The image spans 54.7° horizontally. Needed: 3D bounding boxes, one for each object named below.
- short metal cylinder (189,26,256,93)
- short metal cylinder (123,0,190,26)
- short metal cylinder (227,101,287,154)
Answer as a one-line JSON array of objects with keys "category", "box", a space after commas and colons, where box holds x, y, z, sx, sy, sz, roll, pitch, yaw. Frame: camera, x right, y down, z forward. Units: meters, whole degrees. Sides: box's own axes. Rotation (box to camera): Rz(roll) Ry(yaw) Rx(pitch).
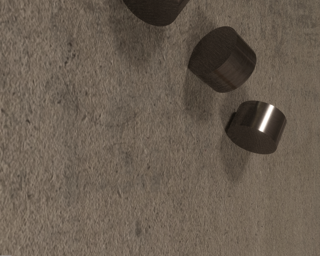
[{"category": "short metal cylinder", "box": [0.090, -0.098, 0.446, 0.050, 0.080, 0.080, 32, 70, -36]}, {"category": "short metal cylinder", "box": [-0.002, -0.170, 0.369, 0.080, 0.080, 0.050, 47, 62, -30]}, {"category": "short metal cylinder", "box": [0.157, 0.000, 0.504, 0.080, 0.080, 0.050, 45, 63, -31]}]
